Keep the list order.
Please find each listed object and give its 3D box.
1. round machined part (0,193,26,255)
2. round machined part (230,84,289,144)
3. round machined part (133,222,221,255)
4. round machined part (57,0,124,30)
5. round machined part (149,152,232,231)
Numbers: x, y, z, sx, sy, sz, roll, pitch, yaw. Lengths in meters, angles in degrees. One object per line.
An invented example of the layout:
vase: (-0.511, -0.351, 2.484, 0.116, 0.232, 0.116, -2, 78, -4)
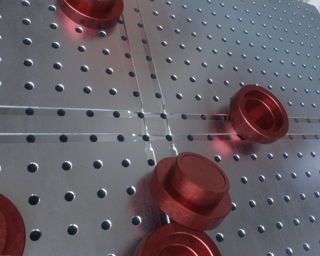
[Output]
round machined part: (-0.163, 0.094, 0.252, 0.099, 0.042, 0.098, 14, 56, -21)
round machined part: (0.151, -0.018, 0.492, 0.099, 0.042, 0.098, 14, 56, -21)
round machined part: (0.015, 0.150, 0.315, 0.099, 0.042, 0.098, 14, 56, -21)
round machined part: (-0.101, -0.200, 0.466, 0.099, 0.042, 0.098, 14, 56, -21)
round machined part: (0.040, 0.065, 0.356, 0.099, 0.042, 0.098, 23, 26, -11)
